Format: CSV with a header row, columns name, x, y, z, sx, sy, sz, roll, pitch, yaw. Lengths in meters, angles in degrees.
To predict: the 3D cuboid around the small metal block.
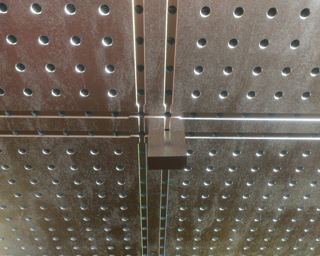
name,x,y,z,sx,sy,sz,roll,pitch,yaw
small metal block,0.009,0.029,0.421,0.050,0.050,0.025,-1,130,0
